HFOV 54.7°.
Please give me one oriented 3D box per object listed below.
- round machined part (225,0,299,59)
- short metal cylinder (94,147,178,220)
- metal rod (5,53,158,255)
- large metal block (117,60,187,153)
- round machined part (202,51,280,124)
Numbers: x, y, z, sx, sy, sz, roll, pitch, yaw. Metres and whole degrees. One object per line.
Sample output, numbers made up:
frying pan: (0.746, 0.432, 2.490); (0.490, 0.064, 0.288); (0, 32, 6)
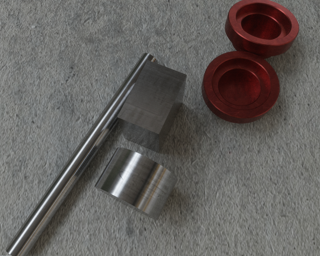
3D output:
round machined part: (0.141, -0.137, 0.443); (0.099, 0.042, 0.098); (2, 58, -3)
short metal cylinder: (-0.027, 0.064, 0.355); (0.080, 0.080, 0.050); (26, 72, 9)
metal rod: (-0.090, 0.023, 0.399); (0.025, 0.025, 0.300); (29, 72, 10)
large metal block: (-0.008, -0.024, 0.388); (0.050, 0.080, 0.080); (23, 72, 8)
round machined part: (0.105, -0.051, 0.419); (0.099, 0.042, 0.098); (0, 70, 0)
